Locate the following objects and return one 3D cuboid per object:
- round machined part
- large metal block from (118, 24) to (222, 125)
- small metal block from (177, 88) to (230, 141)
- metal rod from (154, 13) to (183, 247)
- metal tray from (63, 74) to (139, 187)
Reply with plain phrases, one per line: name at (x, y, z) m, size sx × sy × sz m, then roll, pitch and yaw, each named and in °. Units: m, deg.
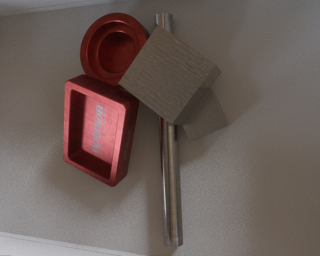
round machined part at (-0.054, -0.100, 0.418) m, size 0.098 × 0.042 × 0.097 m, roll -1°, pitch 87°, yaw 21°
large metal block at (0.013, -0.059, 0.365) m, size 0.080 × 0.050 × 0.080 m, roll 39°, pitch 101°, yaw 14°
small metal block at (0.053, -0.016, 0.391) m, size 0.050 × 0.025 × 0.050 m, roll -24°, pitch 83°, yaw 17°
metal rod at (0.011, 0.002, 0.405) m, size 0.025 × 0.025 × 0.298 m, roll -3°, pitch 89°, yaw 19°
metal tray at (-0.081, 0.005, 0.407) m, size 0.090 × 0.030 × 0.129 m, roll 24°, pitch 123°, yaw 18°
